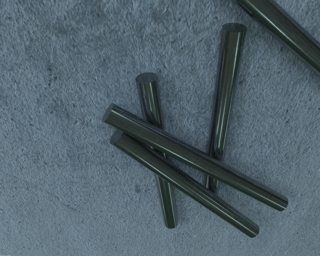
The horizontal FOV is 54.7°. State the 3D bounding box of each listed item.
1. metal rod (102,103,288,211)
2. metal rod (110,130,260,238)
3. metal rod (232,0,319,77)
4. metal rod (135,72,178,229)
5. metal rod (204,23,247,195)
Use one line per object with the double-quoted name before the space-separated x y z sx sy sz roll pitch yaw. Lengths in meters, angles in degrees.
"metal rod" 0.062 0.048 0.414 0.301 0.025 0.025 28 125 -23
"metal rod" 0.052 0.091 0.450 0.025 0.025 0.301 -37 122 27
"metal rod" 0.178 -0.075 0.344 0.301 0.025 0.025 30 124 -23
"metal rod" 0.002 0.055 0.453 0.025 0.025 0.298 -5 130 4
"metal rod" 0.079 0.010 0.415 0.025 0.025 0.298 -1 130 0
